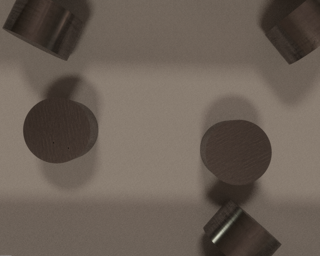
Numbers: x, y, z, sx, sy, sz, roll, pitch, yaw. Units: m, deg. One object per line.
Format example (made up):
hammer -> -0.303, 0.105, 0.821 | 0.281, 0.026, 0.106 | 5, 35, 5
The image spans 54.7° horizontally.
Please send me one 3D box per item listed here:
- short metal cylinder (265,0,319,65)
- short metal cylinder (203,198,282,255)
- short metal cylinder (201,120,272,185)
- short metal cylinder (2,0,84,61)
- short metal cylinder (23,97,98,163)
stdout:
short metal cylinder -> 0.181, -0.125, 0.386 | 0.080, 0.080, 0.050 | -39, 91, 0
short metal cylinder -> 0.101, 0.134, 0.385 | 0.080, 0.080, 0.050 | 41, 90, -1
short metal cylinder -> 0.095, 0.030, 0.400 | 0.081, 0.050, 0.079 | 0, 90, -1
short metal cylinder -> -0.142, -0.124, 0.382 | 0.080, 0.080, 0.050 | 26, 90, -1
short metal cylinder -> -0.124, 0.003, 0.397 | 0.081, 0.050, 0.079 | 0, 90, -1
